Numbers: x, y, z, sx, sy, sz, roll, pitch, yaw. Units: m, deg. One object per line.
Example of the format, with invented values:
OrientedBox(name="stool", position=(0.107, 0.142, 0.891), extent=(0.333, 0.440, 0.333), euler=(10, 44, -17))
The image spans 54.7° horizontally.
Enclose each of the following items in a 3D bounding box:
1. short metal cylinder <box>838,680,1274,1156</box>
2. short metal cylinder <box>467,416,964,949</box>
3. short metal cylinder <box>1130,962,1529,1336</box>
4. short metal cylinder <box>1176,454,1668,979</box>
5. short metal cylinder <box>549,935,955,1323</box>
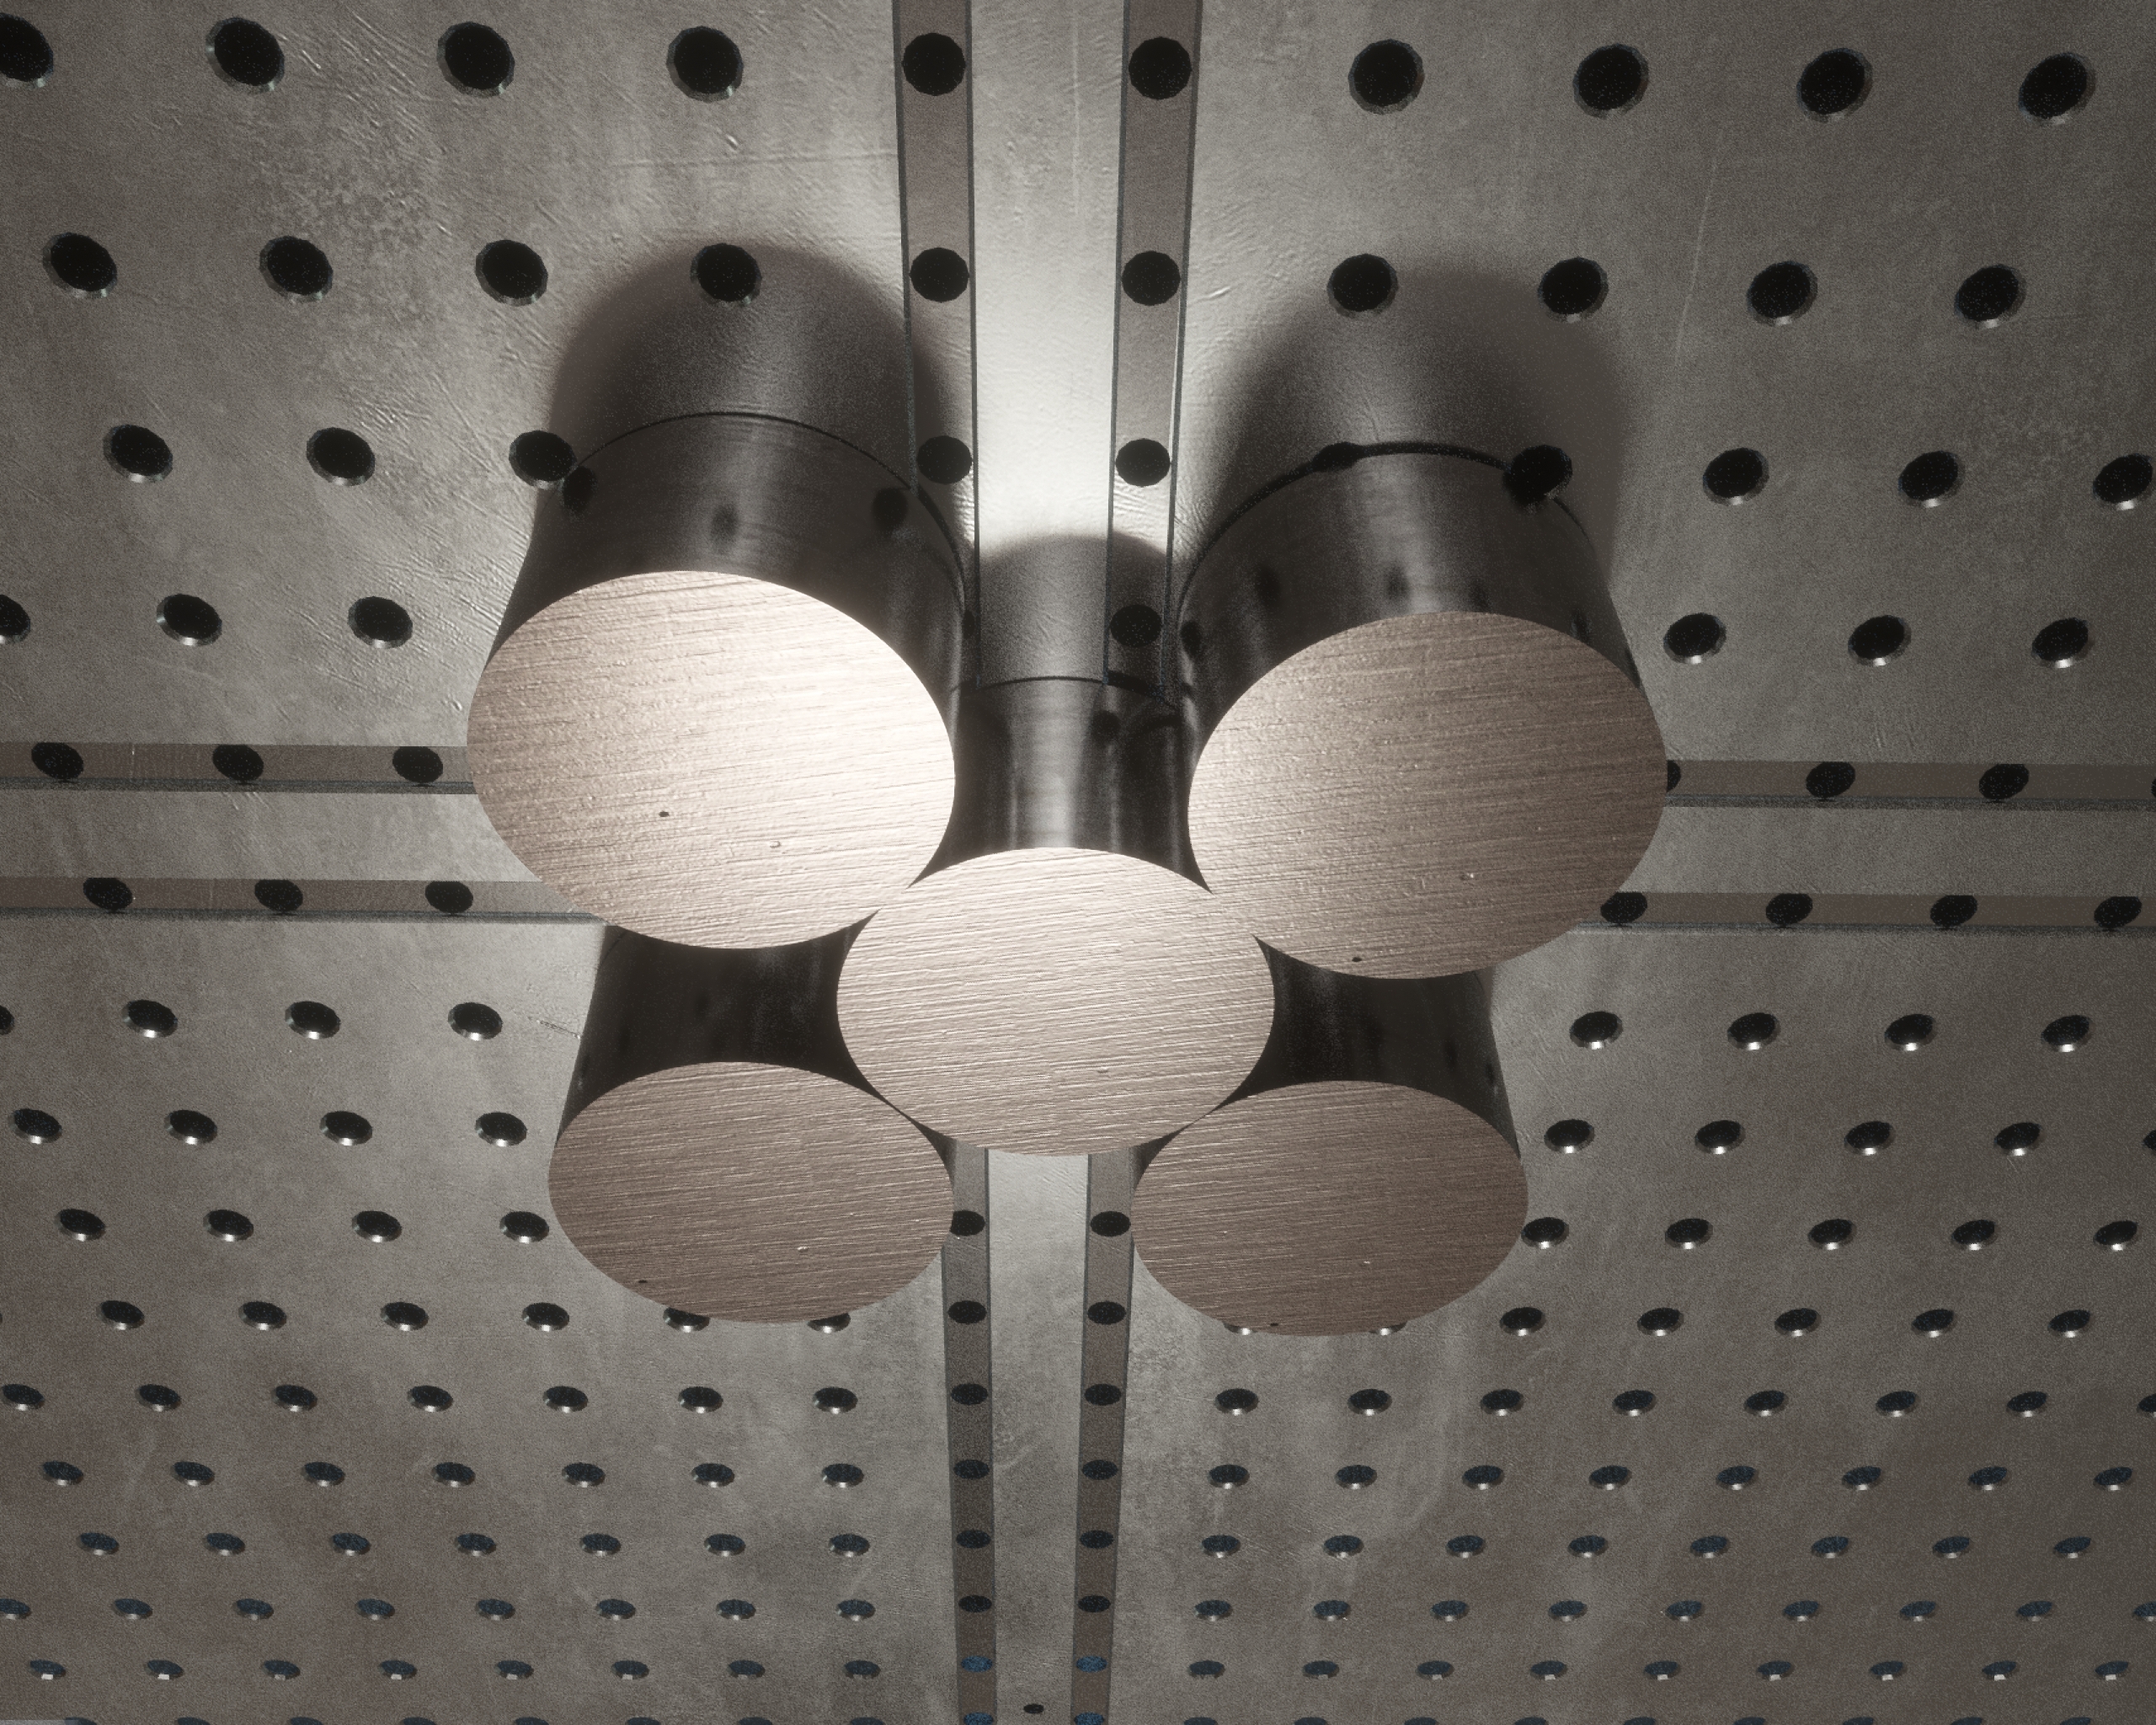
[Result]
OrientedBox(name="short metal cylinder", position=(-0.004, 0.012, 0.404), extent=(0.081, 0.050, 0.079), euler=(0, 130, 0))
OrientedBox(name="short metal cylinder", position=(-0.061, -0.031, 0.367), extent=(0.081, 0.050, 0.079), euler=(0, 130, 0))
OrientedBox(name="short metal cylinder", position=(0.051, 0.056, 0.443), extent=(0.081, 0.050, 0.079), euler=(0, 130, 0))
OrientedBox(name="short metal cylinder", position=(0.059, -0.025, 0.372), extent=(0.081, 0.050, 0.079), euler=(0, 130, 0))
OrientedBox(name="short metal cylinder", position=(-0.065, 0.052, 0.437), extent=(0.081, 0.050, 0.079), euler=(0, 130, 0))
